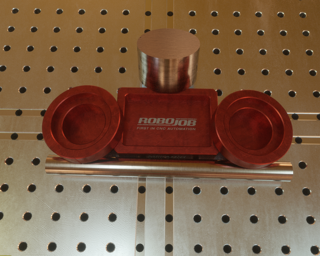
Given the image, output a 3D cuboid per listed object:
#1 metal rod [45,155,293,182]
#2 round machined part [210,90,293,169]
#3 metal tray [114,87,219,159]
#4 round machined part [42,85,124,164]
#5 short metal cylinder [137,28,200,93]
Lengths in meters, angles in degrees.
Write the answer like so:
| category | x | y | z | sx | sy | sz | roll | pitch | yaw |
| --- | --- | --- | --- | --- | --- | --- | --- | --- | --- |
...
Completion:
| category | x | y | z | sx | sy | sz | roll | pitch | yaw |
| --- | --- | --- | --- | --- | --- | --- | --- | --- | --- |
| metal rod | 0.011 | 0.050 | 0.389 | 0.302 | 0.025 | 0.025 | 2 | 70 | 0 |
| round machined part | 0.111 | 0.004 | 0.393 | 0.099 | 0.042 | 0.098 | 3 | 68 | -7 |
| metal tray | 0.009 | -0.006 | 0.407 | 0.131 | 0.030 | 0.090 | 1 | 71 | 0 |
| round machined part | -0.093 | -0.002 | 0.393 | 0.099 | 0.042 | 0.098 | -3 | 67 | 7 |
| short metal cylinder | 0.011 | -0.091 | 0.412 | 0.081 | 0.050 | 0.080 | 0 | 44 | 0 |
